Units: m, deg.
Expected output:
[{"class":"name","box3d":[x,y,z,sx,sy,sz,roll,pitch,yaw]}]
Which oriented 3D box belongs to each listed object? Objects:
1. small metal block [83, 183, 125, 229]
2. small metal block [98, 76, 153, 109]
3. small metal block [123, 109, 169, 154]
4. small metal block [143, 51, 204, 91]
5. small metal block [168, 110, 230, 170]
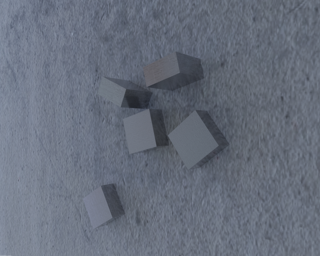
[{"class":"small metal block","box3d":[-0.086,0.120,0.474,0.050,0.025,0.050,-38,67,33]},{"class":"small metal block","box3d":[-0.048,-0.048,0.426,0.050,0.050,0.025,30,109,35]},{"class":"small metal block","box3d":[-0.020,0.005,0.419,0.050,0.025,0.050,-19,78,38]},{"class":"small metal block","box3d":[0.017,-0.067,0.373,0.050,0.050,0.025,-17,79,38]},{"class":"small metal block","box3d":[0.045,0.014,0.367,0.050,0.025,0.050,-44,64,30]}]
